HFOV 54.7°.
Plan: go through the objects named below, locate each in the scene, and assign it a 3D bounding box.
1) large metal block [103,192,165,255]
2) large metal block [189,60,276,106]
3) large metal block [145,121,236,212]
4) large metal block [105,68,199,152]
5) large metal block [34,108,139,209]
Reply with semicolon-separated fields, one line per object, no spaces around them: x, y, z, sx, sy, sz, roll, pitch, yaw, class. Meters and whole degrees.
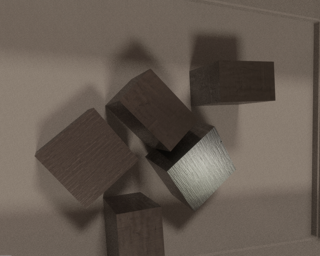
-0.033;0.128;0.370;0.050;0.080;0.079;-5;92;-20;large metal block
0.095;-0.058;0.418;0.081;0.080;0.050;-3;92;-20;large metal block
0.041;0.046;0.401;0.080;0.050;0.080;-42;123;-15;large metal block
-0.013;-0.019;0.377;0.080;0.080;0.050;45;76;-15;large metal block
-0.086;0.033;0.366;0.080;0.050;0.080;-43;104;-15;large metal block
